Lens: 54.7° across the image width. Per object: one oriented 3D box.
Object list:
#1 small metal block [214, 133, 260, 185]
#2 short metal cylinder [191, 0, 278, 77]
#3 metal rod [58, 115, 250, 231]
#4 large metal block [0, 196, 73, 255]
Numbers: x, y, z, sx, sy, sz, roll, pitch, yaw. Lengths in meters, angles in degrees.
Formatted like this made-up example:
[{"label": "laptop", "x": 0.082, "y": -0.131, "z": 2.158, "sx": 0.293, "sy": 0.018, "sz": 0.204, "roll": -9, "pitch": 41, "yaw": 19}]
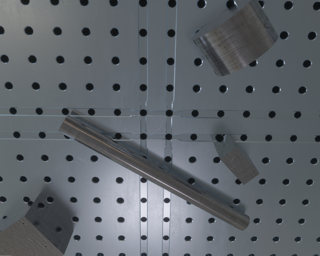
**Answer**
[{"label": "small metal block", "x": 0.102, "y": 0.040, "z": 0.416, "sx": 0.025, "sy": 0.050, "sz": 0.050, "roll": -40, "pitch": 106, "yaw": 13}, {"label": "short metal cylinder", "x": 0.082, "y": -0.102, "z": 0.347, "sx": 0.080, "sy": 0.080, "sz": 0.050, "roll": -34, "pitch": 107, "yaw": 12}, {"label": "metal rod", "x": 0.000, "y": 0.068, "z": 0.438, "sx": 0.301, "sy": 0.025, "sz": 0.025, "roll": 30, "pitch": 107, "yaw": -11}, {"label": "large metal block", "x": -0.192, "y": 0.162, "z": 0.458, "sx": 0.080, "sy": 0.050, "sz": 0.080, "roll": -33, "pitch": 107, "yaw": 11}]
